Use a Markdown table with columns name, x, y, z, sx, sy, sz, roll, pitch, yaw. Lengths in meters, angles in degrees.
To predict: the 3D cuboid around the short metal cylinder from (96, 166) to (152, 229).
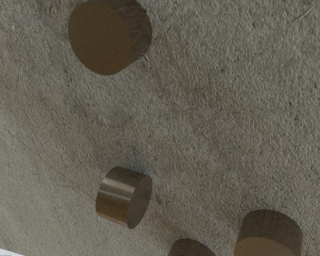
| name | x | y | z | sx | sy | sz | roll | pitch | yaw |
| --- | --- | --- | --- | --- | --- | --- | --- | --- | --- |
| short metal cylinder | -0.051 | 0.102 | 0.462 | 0.050 | 0.080 | 0.079 | 14 | 124 | 20 |

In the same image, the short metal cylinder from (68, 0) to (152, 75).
| name | x | y | z | sx | sy | sz | roll | pitch | yaw |
| --- | --- | --- | --- | --- | --- | --- | --- | --- | --- |
| short metal cylinder | -0.056 | -0.107 | 0.354 | 0.080 | 0.050 | 0.079 | 13 | 124 | 21 |

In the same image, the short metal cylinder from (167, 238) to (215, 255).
| name | x | y | z | sx | sy | sz | roll | pitch | yaw |
| --- | --- | --- | --- | --- | --- | --- | --- | --- | --- |
| short metal cylinder | 0.048 | 0.230 | 0.508 | 0.080 | 0.050 | 0.079 | 13 | 124 | 21 |

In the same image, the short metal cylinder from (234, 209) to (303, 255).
| name | x | y | z | sx | sy | sz | roll | pitch | yaw |
| --- | --- | --- | --- | --- | --- | --- | --- | --- | --- |
| short metal cylinder | 0.144 | 0.156 | 0.411 | 0.080 | 0.050 | 0.079 | 13 | 124 | 21 |
